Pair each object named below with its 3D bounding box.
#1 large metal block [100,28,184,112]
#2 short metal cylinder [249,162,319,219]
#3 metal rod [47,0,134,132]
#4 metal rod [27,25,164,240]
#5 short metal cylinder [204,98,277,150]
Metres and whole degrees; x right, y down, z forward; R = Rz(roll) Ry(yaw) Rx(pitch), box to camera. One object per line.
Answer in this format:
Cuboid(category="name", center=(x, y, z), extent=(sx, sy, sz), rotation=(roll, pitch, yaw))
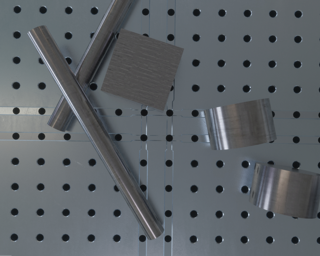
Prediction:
Cuboid(category="large metal block", center=(-0.021, -0.071, 0.401), extent=(0.080, 0.050, 0.080), rotation=(18, 90, 0))
Cuboid(category="short metal cylinder", center=(0.156, 0.075, 0.387), extent=(0.080, 0.080, 0.050), rotation=(10, 90, 0))
Cuboid(category="metal rod", center=(-0.069, -0.133, 0.412), extent=(0.025, 0.025, 0.299), rotation=(28, 90, 0))
Cuboid(category="metal rod", center=(-0.077, 0.012, 0.395), extent=(0.025, 0.025, 0.299), rotation=(-29, 97, 0))
Cuboid(category="short metal cylinder", center=(0.099, -0.005, 0.387), extent=(0.080, 0.080, 0.050), rotation=(-11, 90, 0))
